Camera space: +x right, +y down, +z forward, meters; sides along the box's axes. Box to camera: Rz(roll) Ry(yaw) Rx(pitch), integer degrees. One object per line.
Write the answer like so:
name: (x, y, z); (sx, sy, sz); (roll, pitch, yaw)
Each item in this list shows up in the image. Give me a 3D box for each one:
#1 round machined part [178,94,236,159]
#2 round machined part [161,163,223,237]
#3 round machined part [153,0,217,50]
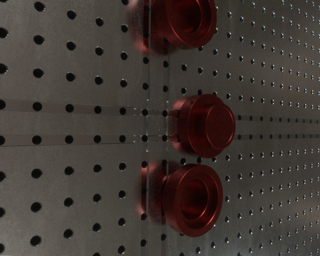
round machined part: (0.076, -0.003, 0.465); (0.099, 0.042, 0.097); (0, 90, -40)
round machined part: (0.041, 0.098, 0.435); (0.099, 0.042, 0.097); (0, 90, -40)
round machined part: (0.030, -0.156, 0.425); (0.099, 0.042, 0.097); (0, 90, -40)
